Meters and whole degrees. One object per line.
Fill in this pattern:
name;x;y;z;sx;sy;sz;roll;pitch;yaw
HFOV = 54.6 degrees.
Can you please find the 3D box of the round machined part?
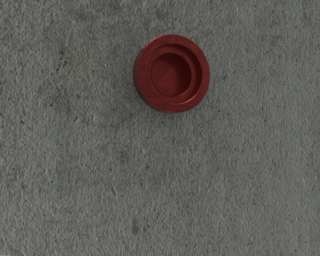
round machined part;0.012;-0.068;0.404;0.099;0.042;0.097;0;90;-20
